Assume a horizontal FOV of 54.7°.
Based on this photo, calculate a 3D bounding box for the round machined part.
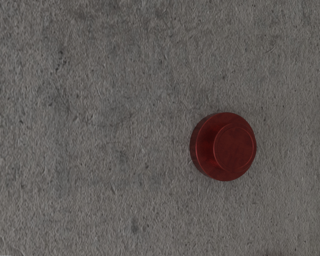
[{"bbox_3d":[0.095,0.027,0.435,0.099,0.042,0.097,0,90,-20],"label":"round machined part"}]
